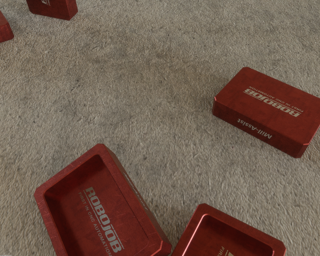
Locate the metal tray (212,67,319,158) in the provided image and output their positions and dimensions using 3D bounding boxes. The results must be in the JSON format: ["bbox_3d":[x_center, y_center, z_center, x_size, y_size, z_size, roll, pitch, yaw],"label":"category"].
[{"bbox_3d":[0.150,-0.026,0.423,0.130,0.030,0.090,31,56,23],"label":"metal tray"}]

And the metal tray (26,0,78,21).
[{"bbox_3d":[-0.206,-0.265,0.557,0.090,0.129,0.030,14,52,12],"label":"metal tray"}]

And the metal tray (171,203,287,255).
[{"bbox_3d":[0.048,0.144,0.278,0.090,0.030,0.130,24,54,18],"label":"metal tray"}]

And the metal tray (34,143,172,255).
[{"bbox_3d":[-0.060,0.089,0.304,0.090,0.030,0.130,-37,57,-2],"label":"metal tray"}]

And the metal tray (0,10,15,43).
[{"bbox_3d":[-0.337,-0.170,0.540,0.131,0.030,0.090,-27,55,-21],"label":"metal tray"}]
